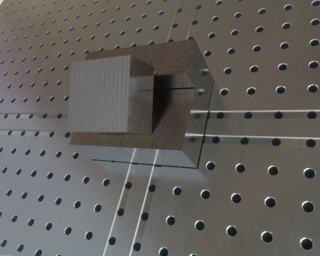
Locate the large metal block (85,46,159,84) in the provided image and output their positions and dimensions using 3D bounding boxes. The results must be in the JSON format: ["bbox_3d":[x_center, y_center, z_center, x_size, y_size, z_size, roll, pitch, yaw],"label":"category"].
[{"bbox_3d":[-0.055,-0.066,0.439,0.080,0.080,0.050,1,62,28],"label":"large metal block"}]

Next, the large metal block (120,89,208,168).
[{"bbox_3d":[0.007,0.000,0.384,0.080,0.050,0.080,1,62,28],"label":"large metal block"}]

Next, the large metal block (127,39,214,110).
[{"bbox_3d":[0.016,-0.064,0.402,0.080,0.080,0.050,1,62,28],"label":"large metal block"}]

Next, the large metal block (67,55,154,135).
[{"bbox_3d":[-0.056,-0.034,0.355,0.080,0.050,0.080,0,86,28],"label":"large metal block"}]

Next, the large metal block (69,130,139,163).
[{"bbox_3d":[-0.064,-0.001,0.422,0.080,0.050,0.080,1,62,28],"label":"large metal block"}]
